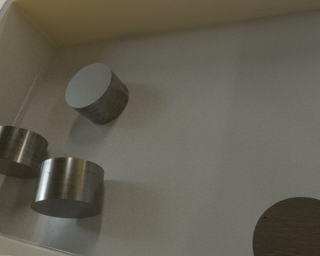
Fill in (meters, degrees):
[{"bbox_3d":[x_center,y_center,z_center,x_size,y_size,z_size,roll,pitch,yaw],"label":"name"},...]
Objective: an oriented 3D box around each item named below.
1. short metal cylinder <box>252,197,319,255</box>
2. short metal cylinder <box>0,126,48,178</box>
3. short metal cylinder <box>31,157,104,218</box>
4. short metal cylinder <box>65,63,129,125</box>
[{"bbox_3d":[0.124,0.104,0.260,0.080,0.050,0.080,-13,56,21],"label":"short metal cylinder"},{"bbox_3d":[-0.214,0.038,0.460,0.080,0.080,0.050,-7,59,24],"label":"short metal cylinder"},{"bbox_3d":[-0.112,0.076,0.383,0.080,0.080,0.050,-14,56,21],"label":"short metal cylinder"},{"bbox_3d":[-0.095,-0.052,0.471,0.080,0.050,0.080,-13,56,21],"label":"short metal cylinder"}]
